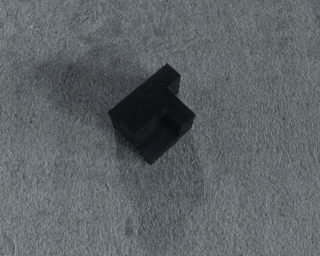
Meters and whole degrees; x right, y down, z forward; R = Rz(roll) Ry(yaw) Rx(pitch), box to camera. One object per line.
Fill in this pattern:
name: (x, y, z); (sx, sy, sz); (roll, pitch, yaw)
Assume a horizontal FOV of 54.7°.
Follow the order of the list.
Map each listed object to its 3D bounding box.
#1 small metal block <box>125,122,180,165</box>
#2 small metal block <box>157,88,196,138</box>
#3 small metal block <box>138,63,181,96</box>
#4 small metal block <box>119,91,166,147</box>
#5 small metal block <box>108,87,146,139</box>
small metal block: (-0.010, 0.012, 0.405); (0.050, 0.025, 0.050); (-41, 75, -14)
small metal block: (0.017, -0.017, 0.402); (0.025, 0.050, 0.050); (-41, 76, -14)
small metal block: (0.000, -0.051, 0.414); (0.050, 0.050, 0.025); (-42, 76, -14)
small metal block: (-0.020, -0.010, 0.373); (0.050, 0.050, 0.025); (-42, 76, -14)
small metal block: (-0.037, -0.019, 0.402); (0.050, 0.050, 0.025); (-42, 76, -14)
